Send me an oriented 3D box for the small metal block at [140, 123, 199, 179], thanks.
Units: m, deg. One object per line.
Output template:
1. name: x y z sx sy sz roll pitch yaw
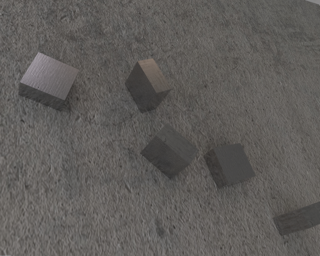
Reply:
1. small metal block: 0.011 0.029 0.375 0.050 0.050 0.025 41 51 -1

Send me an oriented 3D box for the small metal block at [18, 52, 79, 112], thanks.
1. small metal block: -0.131 -0.055 0.367 0.050 0.025 0.050 23 53 -15

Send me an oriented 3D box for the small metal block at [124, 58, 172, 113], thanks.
1. small metal block: -0.017 -0.056 0.412 0.025 0.050 0.050 -20 72 -35

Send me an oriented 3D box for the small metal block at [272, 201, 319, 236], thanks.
1. small metal block: 0.191 0.121 0.416 0.050 0.050 0.025 -6 65 -31

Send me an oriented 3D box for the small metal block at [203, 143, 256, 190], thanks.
1. small metal block: 0.095 0.051 0.423 0.050 0.025 0.050 -7 66 -31
